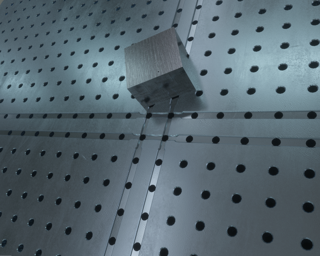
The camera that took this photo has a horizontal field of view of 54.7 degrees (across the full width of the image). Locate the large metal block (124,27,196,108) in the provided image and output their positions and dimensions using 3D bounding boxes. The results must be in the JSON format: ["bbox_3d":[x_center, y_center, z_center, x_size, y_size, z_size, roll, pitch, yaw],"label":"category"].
[{"bbox_3d":[-0.002,-0.086,0.445,0.080,0.050,0.080,-19,54,16],"label":"large metal block"}]
